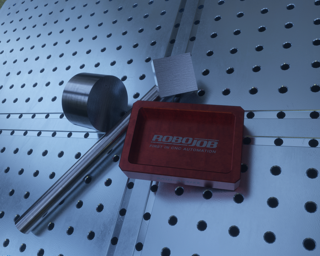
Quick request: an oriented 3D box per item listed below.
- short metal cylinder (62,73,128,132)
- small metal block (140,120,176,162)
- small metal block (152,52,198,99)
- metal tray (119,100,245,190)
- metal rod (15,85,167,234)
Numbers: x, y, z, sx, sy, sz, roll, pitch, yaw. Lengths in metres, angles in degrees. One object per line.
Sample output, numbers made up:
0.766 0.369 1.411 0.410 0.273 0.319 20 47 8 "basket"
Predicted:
-0.092 -0.038 0.444 0.050 0.080 0.080 12 68 33 "short metal cylinder"
-0.004 0.017 0.401 0.050 0.025 0.050 5 64 30 "small metal block"
0.019 -0.069 0.415 0.050 0.025 0.050 -12 92 -5 "small metal block"
0.027 0.017 0.356 0.131 0.030 0.090 5 65 12 "metal tray"
-0.082 0.030 0.432 0.300 0.025 0.025 -45 51 -3 "metal rod"
